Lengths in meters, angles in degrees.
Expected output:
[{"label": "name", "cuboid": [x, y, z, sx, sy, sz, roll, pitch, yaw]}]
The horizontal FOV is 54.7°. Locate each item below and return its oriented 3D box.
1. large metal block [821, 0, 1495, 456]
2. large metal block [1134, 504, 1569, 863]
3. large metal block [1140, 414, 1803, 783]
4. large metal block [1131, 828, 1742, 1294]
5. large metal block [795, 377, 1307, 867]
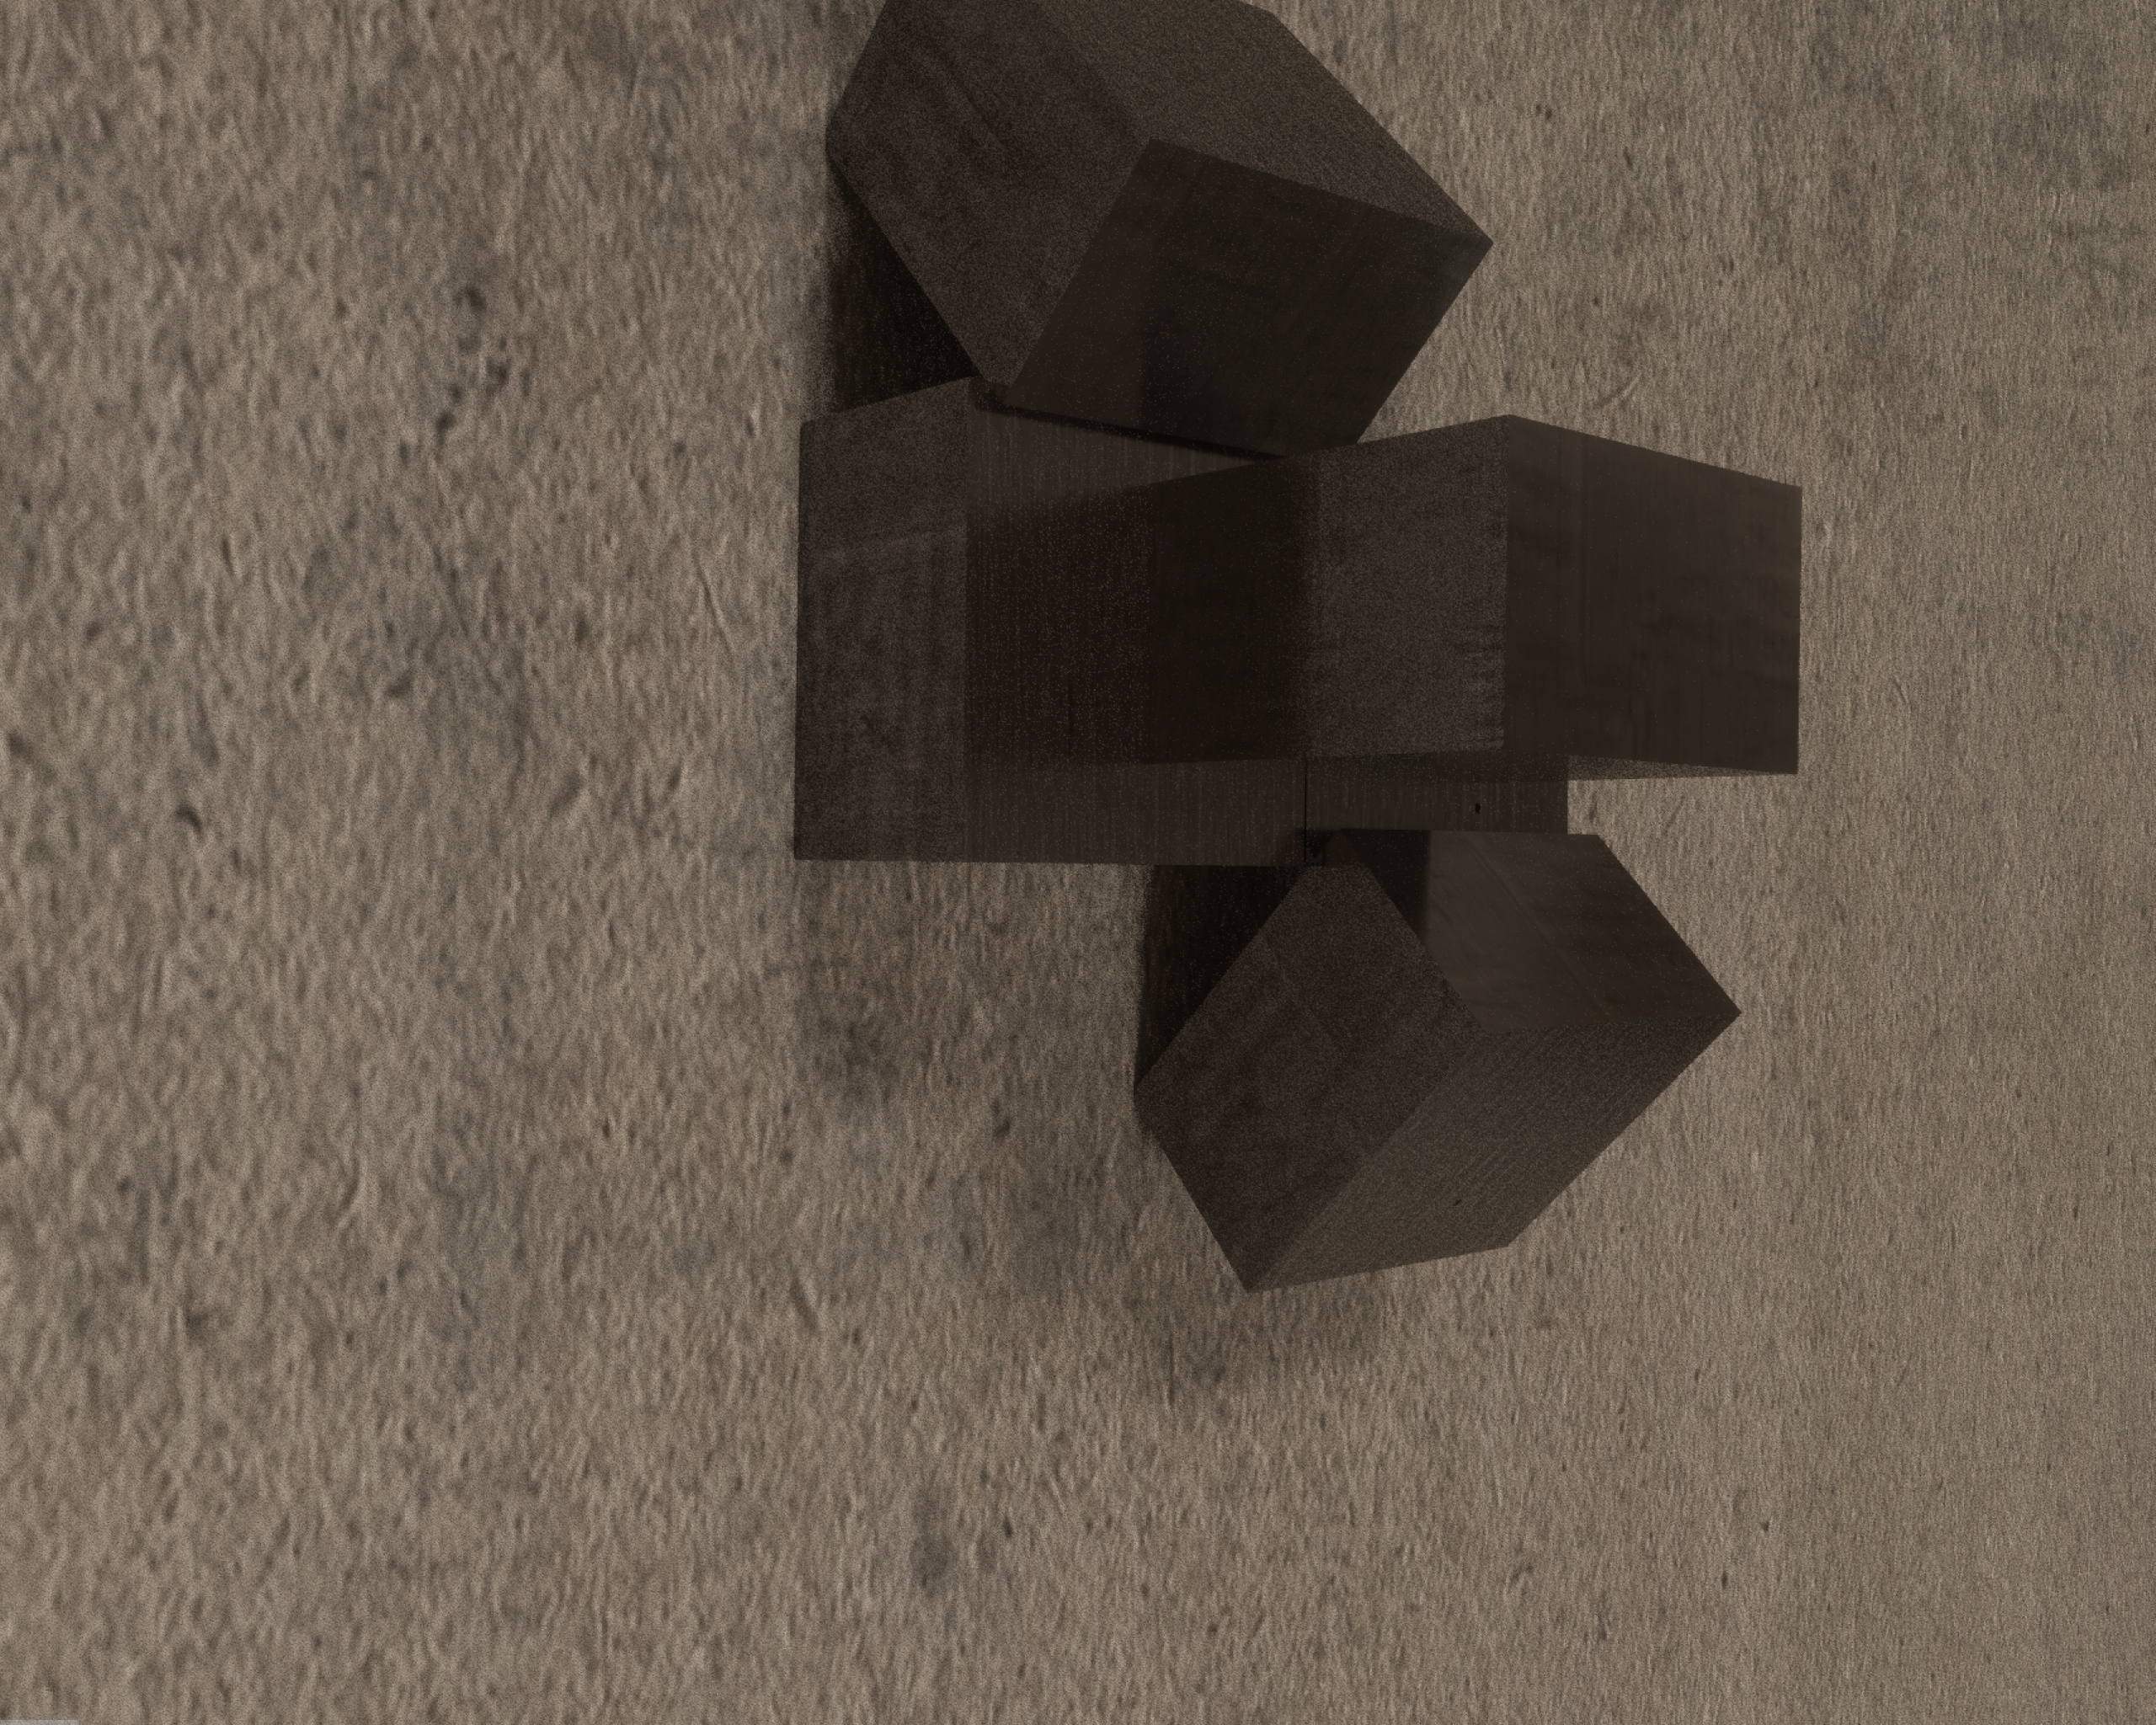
[{"label": "large metal block", "cuboid": [0.013, -0.121, 0.375, 0.081, 0.050, 0.080, 1, 46, -40]}, {"label": "large metal block", "cuboid": [0.058, -0.039, 0.439, 0.081, 0.050, 0.079, 1, 90, -40]}, {"label": "large metal block", "cuboid": [0.068, -0.041, 0.365, 0.081, 0.080, 0.050, 2, 89, -40]}, {"label": "large metal block", "cuboid": [0.072, 0.039, 0.425, 0.081, 0.080, 0.050, 1, 46, -41]}, {"label": "large metal block", "cuboid": [-0.004, -0.040, 0.386, 0.081, 0.050, 0.079, 1, 90, -40]}]
